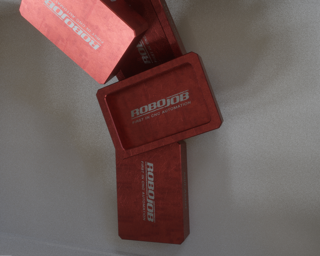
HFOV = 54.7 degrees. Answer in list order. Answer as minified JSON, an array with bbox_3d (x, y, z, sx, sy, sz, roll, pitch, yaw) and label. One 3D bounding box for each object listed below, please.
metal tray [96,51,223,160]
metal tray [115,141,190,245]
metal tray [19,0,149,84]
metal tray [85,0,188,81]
[{"bbox_3d":[-0.001,-0.024,0.369,0.130,0.030,0.090,-19,90,16],"label":"metal tray"},{"bbox_3d":[-0.010,0.081,0.411,0.090,0.030,0.129,-2,89,19],"label":"metal tray"},{"bbox_3d":[-0.088,-0.123,0.346,0.130,0.030,0.090,41,133,-4],"label":"metal tray"},{"bbox_3d":[-0.027,-0.111,0.377,0.090,0.030,0.130,-17,122,19],"label":"metal tray"}]
